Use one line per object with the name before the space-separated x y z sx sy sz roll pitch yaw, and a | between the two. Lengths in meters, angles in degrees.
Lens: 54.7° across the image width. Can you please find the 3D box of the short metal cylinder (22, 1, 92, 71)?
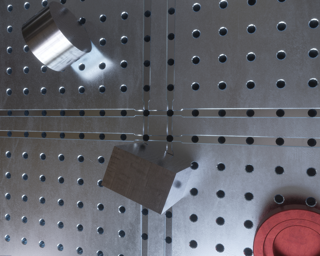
short metal cylinder | -0.142 -0.127 0.434 0.050 0.080 0.080 -29 81 18

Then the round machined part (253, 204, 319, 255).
round machined part | 0.157 0.134 0.348 0.098 0.042 0.097 0 90 20

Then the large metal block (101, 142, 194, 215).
large metal block | -0.012 0.058 0.388 0.080 0.080 0.050 22 97 18
